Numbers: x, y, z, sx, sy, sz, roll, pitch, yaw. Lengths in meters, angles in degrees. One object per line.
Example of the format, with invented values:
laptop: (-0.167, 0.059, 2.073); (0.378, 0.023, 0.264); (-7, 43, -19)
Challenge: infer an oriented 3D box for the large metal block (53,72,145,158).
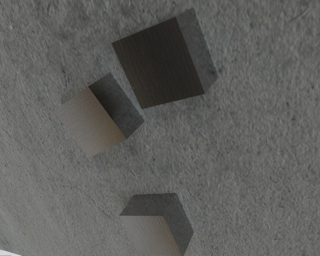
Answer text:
large metal block: (-0.083, -0.016, 0.423); (0.080, 0.050, 0.080); (-26, 105, 36)

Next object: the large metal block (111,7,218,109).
large metal block: (0.007, -0.074, 0.340); (0.080, 0.050, 0.080); (-11, 113, 32)

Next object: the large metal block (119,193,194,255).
large metal block: (-0.004, 0.151, 0.485); (0.080, 0.050, 0.080); (-10, 114, 32)
